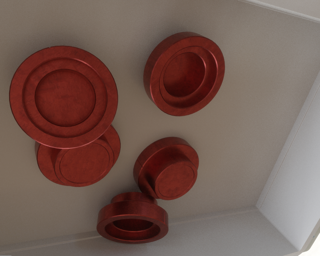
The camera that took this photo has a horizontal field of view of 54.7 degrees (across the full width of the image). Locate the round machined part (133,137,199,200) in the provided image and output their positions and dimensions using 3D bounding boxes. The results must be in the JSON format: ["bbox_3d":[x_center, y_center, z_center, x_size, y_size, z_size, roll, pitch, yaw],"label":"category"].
[{"bbox_3d":[0.015,0.065,0.448,0.099,0.042,0.097,-14,125,-21],"label":"round machined part"}]

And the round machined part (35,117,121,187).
[{"bbox_3d":[-0.093,0.031,0.367,0.099,0.042,0.097,-14,125,-21],"label":"round machined part"}]

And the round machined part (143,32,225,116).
[{"bbox_3d":[0.025,-0.067,0.372,0.099,0.042,0.097,-14,125,-21],"label":"round machined part"}]

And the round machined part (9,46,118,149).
[{"bbox_3d":[-0.095,-0.030,0.312,0.099,0.042,0.097,-2,95,-18],"label":"round machined part"}]

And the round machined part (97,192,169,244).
[{"bbox_3d":[-0.037,0.125,0.439,0.099,0.042,0.097,0,139,0],"label":"round machined part"}]
